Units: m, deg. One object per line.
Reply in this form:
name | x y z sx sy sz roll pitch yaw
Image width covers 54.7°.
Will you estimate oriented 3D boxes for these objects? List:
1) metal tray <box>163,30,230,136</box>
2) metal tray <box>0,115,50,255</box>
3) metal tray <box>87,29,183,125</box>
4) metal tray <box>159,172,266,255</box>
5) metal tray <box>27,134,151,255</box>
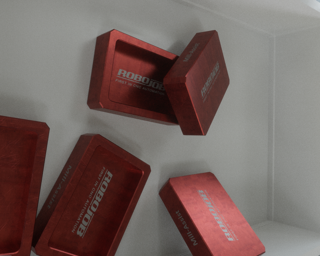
metal tray | 0.055 -0.063 0.420 0.130 0.030 0.090 -58 137 -41
metal tray | -0.156 0.053 0.273 0.091 0.030 0.129 11 83 -40
metal tray | -0.020 -0.057 0.388 0.131 0.030 0.090 11 83 -40
metal tray | 0.067 0.122 0.408 0.091 0.030 0.130 -1 46 -40
metal tray | -0.073 0.082 0.343 0.090 0.030 0.130 37 67 -34
